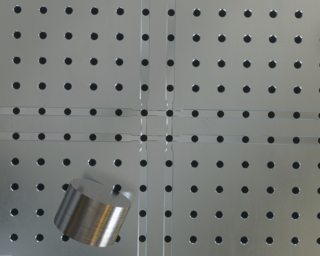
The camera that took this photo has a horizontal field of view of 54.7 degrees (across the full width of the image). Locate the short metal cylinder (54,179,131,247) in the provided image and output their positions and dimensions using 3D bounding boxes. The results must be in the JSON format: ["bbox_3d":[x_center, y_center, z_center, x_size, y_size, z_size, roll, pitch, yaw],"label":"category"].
[{"bbox_3d":[-0.083,0.103,0.385,0.080,0.080,0.050,24,90,0],"label":"short metal cylinder"}]
